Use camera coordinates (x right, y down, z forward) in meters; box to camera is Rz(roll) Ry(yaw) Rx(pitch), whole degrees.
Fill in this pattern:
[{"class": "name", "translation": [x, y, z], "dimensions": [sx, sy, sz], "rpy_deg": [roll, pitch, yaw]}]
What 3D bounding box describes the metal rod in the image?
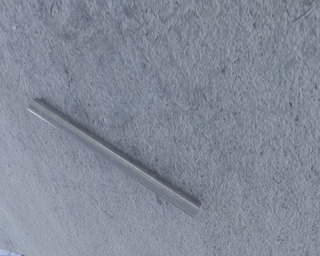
[{"class": "metal rod", "translation": [-0.073, 0.042, 0.471], "dimensions": [0.301, 0.025, 0.025], "rpy_deg": [32, 129, 7]}]
